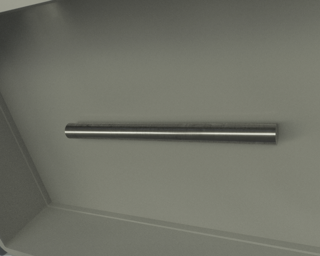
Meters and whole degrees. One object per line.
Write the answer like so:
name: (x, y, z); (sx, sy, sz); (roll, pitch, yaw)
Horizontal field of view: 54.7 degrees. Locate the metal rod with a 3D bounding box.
metal rod: (-0.004, 0.006, 0.410); (0.301, 0.025, 0.025); (1, 119, 27)
